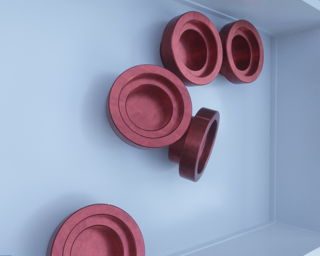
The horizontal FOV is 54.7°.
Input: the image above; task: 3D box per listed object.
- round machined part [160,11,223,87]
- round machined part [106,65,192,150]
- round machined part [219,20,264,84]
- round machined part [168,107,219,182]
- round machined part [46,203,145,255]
[{"bbox_3d":[0.039,-0.106,0.428,0.099,0.042,0.097,0,90,-40],"label":"round machined part"},{"bbox_3d":[-0.015,-0.022,0.367,0.099,0.042,0.098,4,77,-18],"label":"round machined part"},{"bbox_3d":[0.121,-0.119,0.496,0.099,0.042,0.097,0,90,-40],"label":"round machined part"},{"bbox_3d":[0.043,0.019,0.412,0.098,0.042,0.098,17,91,-72],"label":"round machined part"},{"bbox_3d":[-0.069,0.132,0.324,0.099,0.042,0.098,14,62,-28],"label":"round machined part"}]
